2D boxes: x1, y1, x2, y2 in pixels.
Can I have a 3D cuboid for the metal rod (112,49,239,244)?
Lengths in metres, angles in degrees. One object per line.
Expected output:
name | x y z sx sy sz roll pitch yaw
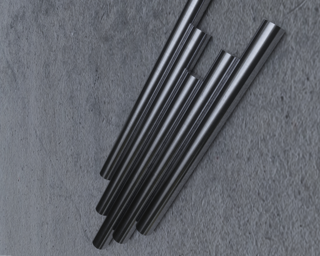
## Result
metal rod | 0.010 0.039 0.396 0.025 0.025 0.298 44 116 31

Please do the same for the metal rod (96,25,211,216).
metal rod | -0.019 0.005 0.420 0.025 0.025 0.298 44 116 31

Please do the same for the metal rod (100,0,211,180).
metal rod | -0.012 -0.049 0.414 0.025 0.025 0.298 44 116 31

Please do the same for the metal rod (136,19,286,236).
metal rod | 0.046 0.017 0.366 0.025 0.025 0.298 44 116 31

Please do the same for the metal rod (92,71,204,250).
metal rod | -0.025 0.058 0.425 0.025 0.025 0.298 44 116 31
